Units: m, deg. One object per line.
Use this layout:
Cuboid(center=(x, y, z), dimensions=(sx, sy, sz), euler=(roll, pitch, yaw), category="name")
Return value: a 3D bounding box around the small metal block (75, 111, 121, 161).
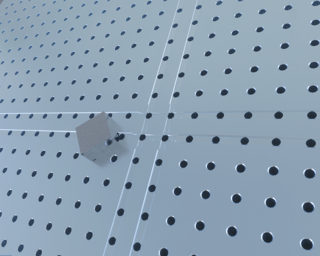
Cuboid(center=(-0.090, 0.012, 0.446), dimensions=(0.050, 0.025, 0.050), euler=(-30, 52, 8), category="small metal block")
